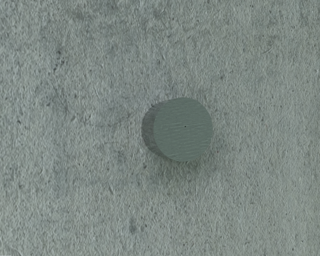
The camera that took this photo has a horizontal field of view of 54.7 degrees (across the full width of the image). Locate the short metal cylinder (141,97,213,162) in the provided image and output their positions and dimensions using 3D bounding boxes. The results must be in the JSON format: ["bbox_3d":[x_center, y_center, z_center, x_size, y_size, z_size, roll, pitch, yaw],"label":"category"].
[{"bbox_3d":[0.021,0.002,0.406,0.081,0.050,0.079,0,90,-21],"label":"short metal cylinder"}]
